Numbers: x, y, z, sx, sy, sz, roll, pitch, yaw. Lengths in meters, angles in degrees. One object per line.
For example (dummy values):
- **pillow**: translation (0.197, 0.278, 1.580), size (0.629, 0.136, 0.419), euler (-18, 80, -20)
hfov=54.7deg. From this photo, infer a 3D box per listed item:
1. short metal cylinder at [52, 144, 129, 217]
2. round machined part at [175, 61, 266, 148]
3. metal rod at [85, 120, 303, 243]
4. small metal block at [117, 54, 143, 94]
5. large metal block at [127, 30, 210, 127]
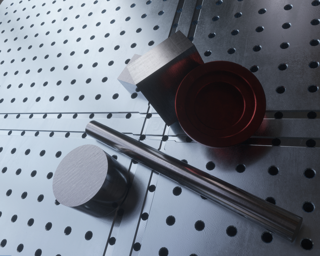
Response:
- **short metal cylinder**: translation (-0.087, 0.068, 0.395), size (0.080, 0.050, 0.080), euler (-13, 56, 20)
- **round machined part**: translation (0.068, -0.025, 0.359), size (0.099, 0.042, 0.097), euler (-1, 82, 6)
- **metal rod**: translation (0.013, 0.047, 0.371), size (0.300, 0.025, 0.025), euler (22, 74, 35)
- **small metal block**: translation (-0.028, -0.081, 0.472), size (0.050, 0.025, 0.050), euler (23, 74, 36)
- **large metal block**: translation (0.018, -0.062, 0.395), size (0.080, 0.080, 0.050), euler (-34, 40, 6)
